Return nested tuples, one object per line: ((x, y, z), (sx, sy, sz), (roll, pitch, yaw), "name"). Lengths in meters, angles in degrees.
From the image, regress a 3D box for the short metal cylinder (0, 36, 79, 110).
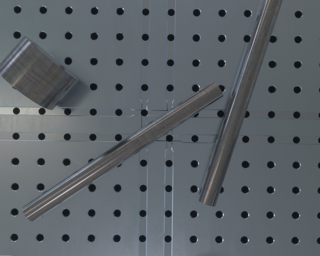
((-0.150, -0.067, 0.385), (0.080, 0.080, 0.050), (41, 90, 0), "short metal cylinder")

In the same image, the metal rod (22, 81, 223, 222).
((-0.048, 0.030, 0.412), (0.301, 0.025, 0.025), (-33, 90, 0), "metal rod")

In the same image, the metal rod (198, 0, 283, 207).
((0.108, -0.042, 0.413), (0.025, 0.025, 0.299), (18, 90, 0), "metal rod")
